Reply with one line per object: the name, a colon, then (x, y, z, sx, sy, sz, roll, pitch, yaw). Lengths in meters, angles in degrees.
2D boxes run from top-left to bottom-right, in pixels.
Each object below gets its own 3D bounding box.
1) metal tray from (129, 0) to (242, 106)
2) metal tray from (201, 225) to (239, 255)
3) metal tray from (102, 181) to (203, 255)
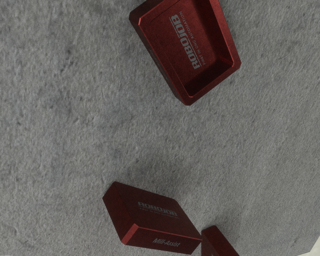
metal tray: (0.035, -0.100, 0.362, 0.090, 0.030, 0.130, -38, 130, -3)
metal tray: (0.115, 0.263, 0.593, 0.030, 0.090, 0.129, -18, 126, -18)
metal tray: (-0.010, 0.129, 0.440, 0.131, 0.090, 0.030, 26, 104, -38)
